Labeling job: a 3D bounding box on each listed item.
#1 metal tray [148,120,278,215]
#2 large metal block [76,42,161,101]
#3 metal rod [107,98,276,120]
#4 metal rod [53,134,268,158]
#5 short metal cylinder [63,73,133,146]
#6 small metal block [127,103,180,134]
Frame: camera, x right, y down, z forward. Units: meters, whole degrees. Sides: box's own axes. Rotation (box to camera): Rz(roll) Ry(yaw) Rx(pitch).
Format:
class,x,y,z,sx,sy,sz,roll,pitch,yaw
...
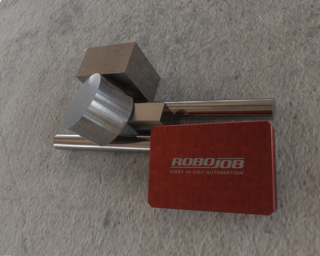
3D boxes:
class,x,y,z,sx,sy,sz,roll,pitch,yaw
metal tray,0.053,0.042,0.330,0.130,0.030,0.090,-3,78,25
large metal block,-0.057,-0.073,0.443,0.080,0.080,0.050,1,62,28
metal rod,-0.003,-0.024,0.421,0.300,0.025,0.025,1,62,28
metal rod,-0.019,0.021,0.402,0.300,0.025,0.025,0,62,27
short metal cylinder,-0.080,-0.023,0.398,0.080,0.050,0.080,-35,37,33
small metal block,-0.009,-0.008,0.397,0.050,0.050,0.025,1,62,28
